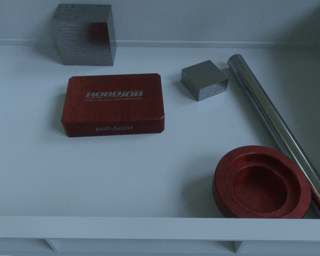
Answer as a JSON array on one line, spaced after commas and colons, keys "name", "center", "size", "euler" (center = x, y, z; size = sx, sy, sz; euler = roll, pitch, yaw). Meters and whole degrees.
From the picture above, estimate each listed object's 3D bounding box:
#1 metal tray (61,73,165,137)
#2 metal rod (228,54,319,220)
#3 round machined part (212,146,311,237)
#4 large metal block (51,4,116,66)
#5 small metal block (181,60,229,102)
[{"name": "metal tray", "center": [-0.062, -0.034, 0.429], "size": [0.131, 0.030, 0.090], "euler": [-3, 50, -3]}, {"name": "metal rod", "center": [0.155, 0.003, 0.404], "size": [0.025, 0.025, 0.300], "euler": [-10, 51, -9]}, {"name": "round machined part", "center": [0.106, 0.070, 0.337], "size": [0.099, 0.042, 0.098], "euler": [0, 50, 0]}, {"name": "large metal block", "center": [-0.116, -0.146, 0.490], "size": [0.081, 0.080, 0.050], "euler": [1, 50, 0]}, {"name": "small metal block", "center": [0.067, -0.072, 0.467], "size": [0.050, 0.025, 0.050], "euler": [-22, 54, -18]}]
